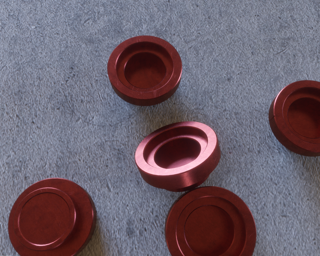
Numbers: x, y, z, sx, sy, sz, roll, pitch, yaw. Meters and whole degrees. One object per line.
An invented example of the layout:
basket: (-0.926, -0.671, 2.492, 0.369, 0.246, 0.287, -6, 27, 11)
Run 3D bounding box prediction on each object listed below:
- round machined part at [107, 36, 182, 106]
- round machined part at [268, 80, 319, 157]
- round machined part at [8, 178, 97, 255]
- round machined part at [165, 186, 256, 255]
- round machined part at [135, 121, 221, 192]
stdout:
round machined part: (-0.020, -0.074, 0.426, 0.099, 0.042, 0.098, 0, 70, 0)
round machined part: (0.190, -0.010, 0.404, 0.099, 0.042, 0.098, 0, 70, 0)
round machined part: (-0.127, 0.106, 0.359, 0.099, 0.042, 0.098, 0, 70, 0)
round machined part: (0.054, 0.116, 0.352, 0.099, 0.042, 0.098, 1, 78, -3)
round machined part: (0.023, 0.037, 0.368, 0.098, 0.042, 0.098, -13, 33, 9)
